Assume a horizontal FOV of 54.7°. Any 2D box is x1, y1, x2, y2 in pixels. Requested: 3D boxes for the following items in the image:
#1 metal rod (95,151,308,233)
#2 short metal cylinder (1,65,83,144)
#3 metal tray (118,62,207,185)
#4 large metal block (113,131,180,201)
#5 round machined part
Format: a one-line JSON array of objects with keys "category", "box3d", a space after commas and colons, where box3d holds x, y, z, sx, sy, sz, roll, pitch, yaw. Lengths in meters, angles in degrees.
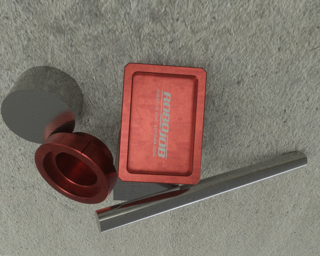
[{"category": "metal rod", "box3d": [0.069, 0.074, 0.396, 0.303, 0.025, 0.025, -12, 134, -23]}, {"category": "short metal cylinder", "box3d": [-0.137, -0.027, 0.368, 0.081, 0.050, 0.079, 0, 130, 0]}, {"category": "metal tray", "box3d": [0.002, -0.004, 0.352, 0.091, 0.030, 0.129, 4, 90, -4]}, {"category": "large metal block", "box3d": [-0.018, 0.051, 0.415, 0.081, 0.080, 0.050, 4, 130, -4]}, {"category": "round machined part", "box3d": [-0.096, 0.043, 0.375, 0.098, 0.042, 0.097, 12, 131, 15]}]
